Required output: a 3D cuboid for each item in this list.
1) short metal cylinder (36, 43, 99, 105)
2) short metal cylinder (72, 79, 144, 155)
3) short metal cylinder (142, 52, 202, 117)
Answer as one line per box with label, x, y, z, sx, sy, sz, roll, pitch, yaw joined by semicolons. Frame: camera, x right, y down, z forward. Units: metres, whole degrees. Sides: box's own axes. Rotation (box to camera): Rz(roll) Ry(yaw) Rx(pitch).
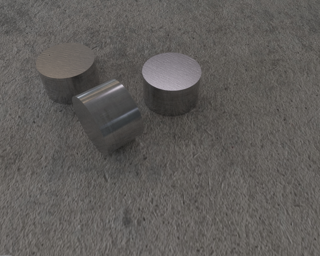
short metal cylinder;-0.132;-0.080;0.453;0.080;0.050;0.080;0;50;0
short metal cylinder;-0.064;-0.013;0.378;0.050;0.080;0.080;-31;57;-23
short metal cylinder;0.016;-0.062;0.439;0.080;0.050;0.080;0;50;0
